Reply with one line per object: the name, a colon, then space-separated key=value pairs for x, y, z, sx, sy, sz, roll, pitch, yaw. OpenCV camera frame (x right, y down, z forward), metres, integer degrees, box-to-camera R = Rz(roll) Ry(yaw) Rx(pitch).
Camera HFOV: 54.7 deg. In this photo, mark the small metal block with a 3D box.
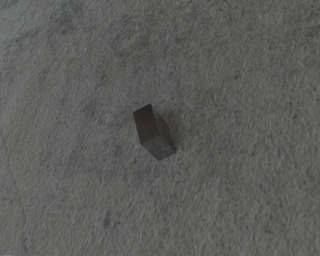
small metal block: x=-0.007 y=0.006 z=0.386 sx=0.025 sy=0.050 sz=0.050 roll=-26 pitch=53 yaw=12
